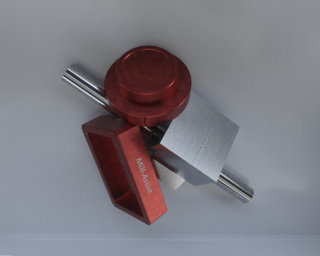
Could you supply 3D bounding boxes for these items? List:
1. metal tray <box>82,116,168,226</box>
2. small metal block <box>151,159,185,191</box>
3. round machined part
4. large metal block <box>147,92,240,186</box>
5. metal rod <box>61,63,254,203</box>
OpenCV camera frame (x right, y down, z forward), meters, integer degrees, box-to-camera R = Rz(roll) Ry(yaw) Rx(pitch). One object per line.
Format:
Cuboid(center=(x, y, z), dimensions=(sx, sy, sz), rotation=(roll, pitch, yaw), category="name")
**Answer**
Cuboid(center=(-0.046, 0.052, 0.395), dimensions=(0.030, 0.090, 0.129), rotation=(-31, 113, -33), category="metal tray")
Cuboid(center=(0.008, 0.049, 0.414), dimensions=(0.050, 0.050, 0.025), rotation=(36, 106, -13), category="small metal block")
Cuboid(center=(-0.014, -0.054, 0.349), dimensions=(0.099, 0.098, 0.042), rotation=(-2, 151, 0), category="round machined part")
Cuboid(center=(0.039, 0.014, 0.381), dimensions=(0.080, 0.050, 0.080), rotation=(35, 63, -12), category="large metal block")
Cuboid(center=(0.006, 0.014, 0.415), dimensions=(0.301, 0.025, 0.025), rotation=(35, 106, -13), category="metal rod")
